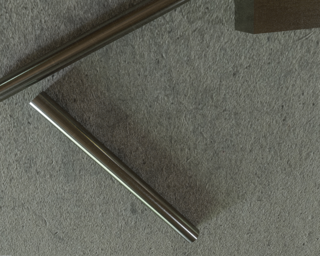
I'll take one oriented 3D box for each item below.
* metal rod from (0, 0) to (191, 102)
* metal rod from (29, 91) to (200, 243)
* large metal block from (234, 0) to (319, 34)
[{"bbox_3d":[-0.077,-0.106,0.369,0.301,0.025,0.025,-26,108,8],"label":"metal rod"},{"bbox_3d":[-0.053,0.063,0.432,0.025,0.025,0.300,-42,105,13],"label":"metal rod"},{"bbox_3d":[0.130,-0.133,0.333,0.080,0.080,0.050,-5,110,1],"label":"large metal block"}]
